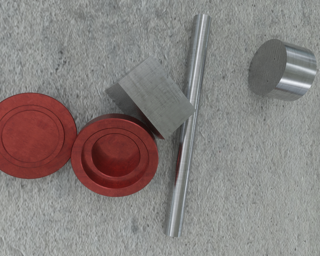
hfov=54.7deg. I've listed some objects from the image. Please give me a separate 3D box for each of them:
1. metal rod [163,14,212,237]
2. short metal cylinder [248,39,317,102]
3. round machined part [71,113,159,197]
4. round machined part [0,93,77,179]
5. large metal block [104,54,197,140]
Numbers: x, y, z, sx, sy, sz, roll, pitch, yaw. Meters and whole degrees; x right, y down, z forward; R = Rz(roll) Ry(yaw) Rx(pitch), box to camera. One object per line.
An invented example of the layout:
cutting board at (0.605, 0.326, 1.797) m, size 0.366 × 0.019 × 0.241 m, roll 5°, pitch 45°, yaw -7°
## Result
metal rod at (0.038, -0.005, 0.422) m, size 0.025 × 0.025 × 0.298 m, roll 9°, pitch 87°, yaw -20°
short metal cylinder at (0.172, -0.081, 0.443) m, size 0.050 × 0.080 × 0.080 m, roll 9°, pitch 87°, yaw -20°
round machined part at (-0.052, 0.029, 0.368) m, size 0.099 × 0.042 × 0.097 m, roll -1°, pitch 109°, yaw -3°
round machined part at (-0.143, 0.009, 0.347) m, size 0.099 × 0.042 × 0.097 m, roll 0°, pitch 90°, yaw -20°
large metal block at (-0.015, -0.034, 0.374) m, size 0.050 × 0.080 × 0.080 m, roll -43°, pitch 104°, yaw -15°
